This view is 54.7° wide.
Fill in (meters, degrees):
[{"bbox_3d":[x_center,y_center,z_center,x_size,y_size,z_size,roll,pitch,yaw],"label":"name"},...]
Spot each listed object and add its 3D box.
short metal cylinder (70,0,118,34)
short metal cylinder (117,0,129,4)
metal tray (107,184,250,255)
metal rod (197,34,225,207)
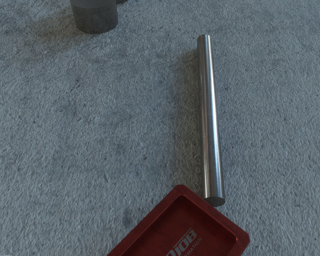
[{"bbox_3d":[-0.119,-0.217,0.568,0.081,0.050,0.080,0,50,0],"label":"short metal cylinder"},{"bbox_3d":[-0.089,-0.299,0.618,0.081,0.080,0.050,-20,53,-16],"label":"short metal cylinder"},{"bbox_3d":[0.011,0.127,0.293,0.090,0.030,0.131,35,58,25],"label":"metal tray"},{"bbox_3d":[0.067,-0.034,0.432,0.025,0.025,0.300,3,50,2],"label":"metal rod"}]
